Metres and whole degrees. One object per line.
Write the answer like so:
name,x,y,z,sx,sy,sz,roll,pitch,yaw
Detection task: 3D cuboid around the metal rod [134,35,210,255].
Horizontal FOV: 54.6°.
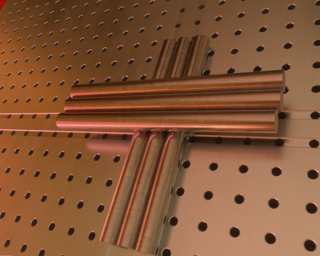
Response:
metal rod,0.023,0.003,0.395,0.025,0.025,0.300,2,62,29

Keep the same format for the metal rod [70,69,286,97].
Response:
metal rod,0.003,-0.053,0.408,0.300,0.025,0.025,1,62,28

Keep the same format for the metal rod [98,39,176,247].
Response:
metal rod,-0.021,0.002,0.419,0.025,0.025,0.300,2,62,29

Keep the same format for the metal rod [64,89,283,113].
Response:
metal rod,-0.004,-0.031,0.398,0.300,0.025,0.025,1,62,28

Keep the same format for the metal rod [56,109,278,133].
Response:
metal rod,-0.013,-0.009,0.389,0.300,0.025,0.025,1,62,28

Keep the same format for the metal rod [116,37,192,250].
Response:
metal rod,0.001,0.002,0.407,0.025,0.025,0.300,2,62,29
